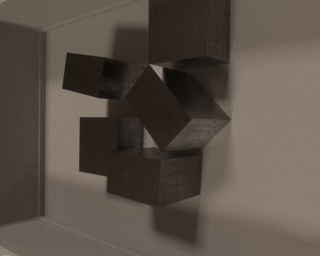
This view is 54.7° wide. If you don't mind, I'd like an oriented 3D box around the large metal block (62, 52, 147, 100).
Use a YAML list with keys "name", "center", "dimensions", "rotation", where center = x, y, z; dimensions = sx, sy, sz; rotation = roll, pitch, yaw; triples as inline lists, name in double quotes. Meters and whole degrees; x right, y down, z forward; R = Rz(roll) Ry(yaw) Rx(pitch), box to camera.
- name: "large metal block"
  center: [-0.075, -0.070, 0.431]
  dimensions: [0.080, 0.081, 0.050]
  rotation: [17, 101, 38]

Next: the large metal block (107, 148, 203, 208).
- name: "large metal block"
  center: [-0.006, 0.055, 0.374]
  dimensions: [0.080, 0.081, 0.050]
  rotation: [6, 94, 39]

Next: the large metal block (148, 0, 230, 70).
- name: "large metal block"
  center: [0.033, -0.114, 0.362]
  dimensions: [0.080, 0.050, 0.079]
  rotation: [1, 91, 39]

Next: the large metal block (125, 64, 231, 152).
- name: "large metal block"
  center: [0.021, -0.022, 0.352]
  dimensions: [0.050, 0.081, 0.080]
  rotation: [-50, 61, 28]

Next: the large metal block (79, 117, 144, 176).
- name: "large metal block"
  center: [-0.071, 0.025, 0.447]
  dimensions: [0.080, 0.050, 0.079]
  rotation: [2, 91, 39]
